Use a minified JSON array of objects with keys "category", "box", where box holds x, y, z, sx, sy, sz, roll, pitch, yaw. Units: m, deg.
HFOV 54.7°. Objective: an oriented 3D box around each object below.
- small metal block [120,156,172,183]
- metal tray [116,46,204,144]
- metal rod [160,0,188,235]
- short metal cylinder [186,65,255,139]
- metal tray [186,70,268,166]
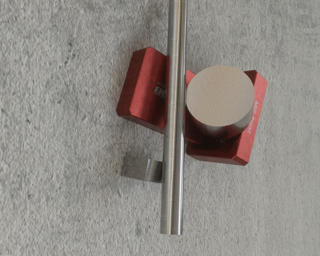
[{"category":"small metal block","box":[-0.012,0.052,0.381,0.050,0.050,0.025,16,80,-39]},{"category":"metal tray","box":[0.013,-0.039,0.415,0.131,0.030,0.090,23,75,-38]},{"category":"metal rod","box":[0.019,-0.030,0.373,0.025,0.025,0.299,14,72,-40]},{"category":"short metal cylinder","box":[0.076,-0.031,0.388,0.050,0.080,0.080,54,51,-66]},{"category":"metal tray","box":[0.095,-0.015,0.446,0.030,0.090,0.130,29,72,-37]}]
